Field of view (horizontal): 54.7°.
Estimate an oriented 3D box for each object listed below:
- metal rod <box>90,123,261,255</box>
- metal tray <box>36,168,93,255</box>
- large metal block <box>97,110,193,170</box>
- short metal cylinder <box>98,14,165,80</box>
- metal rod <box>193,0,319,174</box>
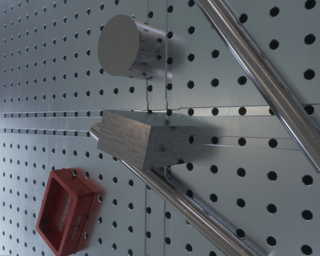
[{"bbox_3d":[0.001,0.075,0.408,0.300,0.025,0.025,36,112,34],"label":"metal rod"},{"bbox_3d":[-0.172,0.149,0.548,0.090,0.030,0.129,31,109,35],"label":"metal tray"},{"bbox_3d":[-0.018,0.012,0.389,0.080,0.081,0.050,19,102,38],"label":"large metal block"},{"bbox_3d":[-0.040,-0.109,0.426,0.080,0.050,0.079,0,90,40],"label":"short metal cylinder"},{"bbox_3d":[0.089,-0.087,0.335,0.025,0.025,0.299,-42,65,32],"label":"metal rod"}]
